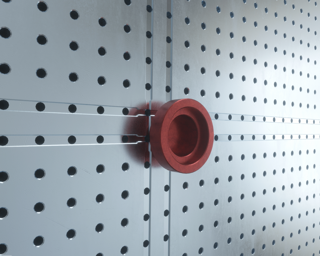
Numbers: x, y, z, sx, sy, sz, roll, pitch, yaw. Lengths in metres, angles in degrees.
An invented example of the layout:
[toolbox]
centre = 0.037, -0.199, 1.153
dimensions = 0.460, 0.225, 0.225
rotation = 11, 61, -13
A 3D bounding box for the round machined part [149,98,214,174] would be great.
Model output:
[round machined part]
centre = 0.024, 0.010, 0.417
dimensions = 0.099, 0.042, 0.097
rotation = 0, 90, -40
